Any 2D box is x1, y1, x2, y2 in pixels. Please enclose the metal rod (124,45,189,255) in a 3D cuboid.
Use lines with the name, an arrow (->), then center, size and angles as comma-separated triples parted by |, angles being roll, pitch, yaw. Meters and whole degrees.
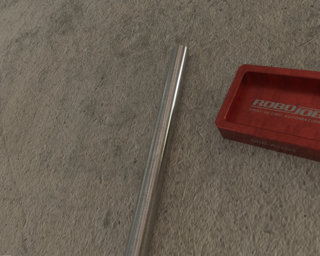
metal rod -> 0.001, 0.018, 0.391 | 0.025, 0.025, 0.300 | -1, 61, 27

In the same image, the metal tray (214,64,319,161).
metal tray -> 0.138, -0.020, 0.340 | 0.130, 0.030, 0.090 | 15, 69, 33
